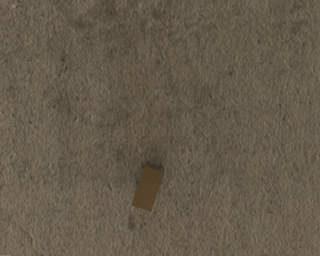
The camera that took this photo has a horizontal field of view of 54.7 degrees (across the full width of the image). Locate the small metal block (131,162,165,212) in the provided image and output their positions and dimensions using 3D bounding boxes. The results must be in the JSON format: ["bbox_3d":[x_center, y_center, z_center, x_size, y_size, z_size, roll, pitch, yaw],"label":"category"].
[{"bbox_3d":[-0.015,0.073,0.397,0.025,0.050,0.050,19,90,0],"label":"small metal block"}]
